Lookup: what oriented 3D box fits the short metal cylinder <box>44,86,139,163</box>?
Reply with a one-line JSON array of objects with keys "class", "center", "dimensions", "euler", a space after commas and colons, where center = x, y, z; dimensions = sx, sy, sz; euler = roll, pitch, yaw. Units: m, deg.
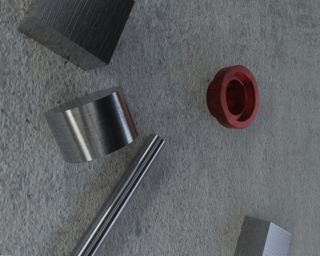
[{"class": "short metal cylinder", "center": [-0.068, -0.005, 0.314], "dimensions": [0.081, 0.080, 0.050], "euler": [-30, 109, -36]}]

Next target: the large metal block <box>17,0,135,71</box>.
[{"class": "large metal block", "center": [-0.084, -0.117, 0.319], "dimensions": [0.080, 0.050, 0.080], "euler": [30, 71, -36]}]

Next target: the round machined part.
[{"class": "round machined part", "center": [0.111, -0.048, 0.489], "dimensions": [0.099, 0.042, 0.097], "euler": [0, 90, -40]}]

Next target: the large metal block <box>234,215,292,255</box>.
[{"class": "large metal block", "center": [0.181, 0.209, 0.545], "dimensions": [0.080, 0.050, 0.080], "euler": [33, 69, -35]}]

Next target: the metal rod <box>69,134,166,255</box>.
[{"class": "metal rod", "center": [-0.078, 0.130, 0.341], "dimensions": [0.025, 0.025, 0.300], "euler": [48, 61, -30]}]
